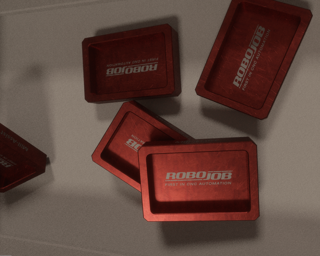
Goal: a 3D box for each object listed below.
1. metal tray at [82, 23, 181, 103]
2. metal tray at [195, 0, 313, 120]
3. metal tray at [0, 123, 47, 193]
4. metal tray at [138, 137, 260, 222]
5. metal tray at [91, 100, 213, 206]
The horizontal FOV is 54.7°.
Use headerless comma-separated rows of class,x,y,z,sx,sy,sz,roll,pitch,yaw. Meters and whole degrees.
metal tray,-0.040,-0.083,0.420,0.130,0.030,0.089,-4,89,19
metal tray,0.109,-0.084,0.369,0.090,0.030,0.129,24,98,18
metal tray,-0.240,0.038,0.437,0.090,0.130,0.030,-26,46,13
metal tray,0.044,0.059,0.359,0.131,0.030,0.089,-3,97,8
metal tray,-0.009,0.035,0.394,0.130,0.030,0.090,33,101,2
